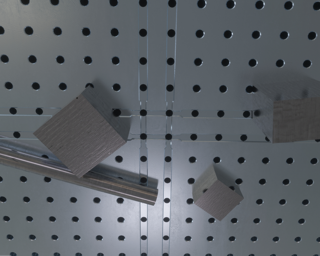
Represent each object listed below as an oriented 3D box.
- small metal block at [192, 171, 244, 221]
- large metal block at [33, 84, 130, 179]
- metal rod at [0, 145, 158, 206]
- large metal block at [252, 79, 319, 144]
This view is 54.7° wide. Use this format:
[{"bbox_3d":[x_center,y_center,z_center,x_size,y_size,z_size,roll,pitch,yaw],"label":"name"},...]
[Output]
[{"bbox_3d":[0.084,0.099,0.451,0.050,0.025,0.050,36,106,-13],"label":"small metal block"},{"bbox_3d":[-0.098,0.004,0.401,0.080,0.050,0.080,-37,106,12],"label":"large metal block"},{"bbox_3d":[-0.150,0.058,0.433,0.302,0.025,0.025,17,109,-7],"label":"metal rod"},{"bbox_3d":[0.164,-0.023,0.377,0.080,0.080,0.050,-5,110,2],"label":"large metal block"}]
